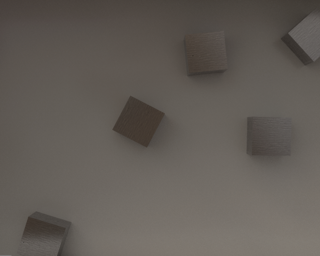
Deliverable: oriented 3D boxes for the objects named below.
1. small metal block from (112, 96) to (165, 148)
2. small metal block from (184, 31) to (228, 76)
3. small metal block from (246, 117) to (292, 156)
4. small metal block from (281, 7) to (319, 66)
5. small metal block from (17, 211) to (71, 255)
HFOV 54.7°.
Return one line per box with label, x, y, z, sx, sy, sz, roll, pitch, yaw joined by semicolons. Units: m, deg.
small metal block;-0.027;-0.008;0.411;0.050;0.025;0.050;27;90;0
small metal block;0.060;-0.098;0.412;0.050;0.025;0.050;-6;90;0
small metal block;0.144;0.011;0.412;0.050;0.025;0.050;1;90;0
small metal block;0.201;-0.121;0.413;0.050;0.025;0.050;-42;90;0
small metal block;-0.153;0.145;0.410;0.050;0.025;0.050;17;90;0
